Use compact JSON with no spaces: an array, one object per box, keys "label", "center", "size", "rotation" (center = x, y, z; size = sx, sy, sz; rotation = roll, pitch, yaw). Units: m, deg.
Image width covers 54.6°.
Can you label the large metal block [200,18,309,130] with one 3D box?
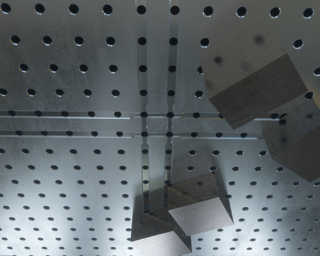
[{"label":"large metal block","center":[0.094,-0.057,0.327],"size":[0.080,0.080,0.050],"rotation":[-31,124,23]}]

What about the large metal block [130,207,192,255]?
[{"label":"large metal block","center":[0.003,0.192,0.558],"size":[0.080,0.050,0.080],"rotation":[-20,127,16]}]

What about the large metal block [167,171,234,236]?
[{"label":"large metal block","center":[0.065,0.124,0.501],"size":[0.080,0.050,0.080],"rotation":[-19,128,15]}]

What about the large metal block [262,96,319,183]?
[{"label":"large metal block","center":[0.200,0.017,0.411],"size":[0.080,0.050,0.080],"rotation":[30,124,-23]}]
